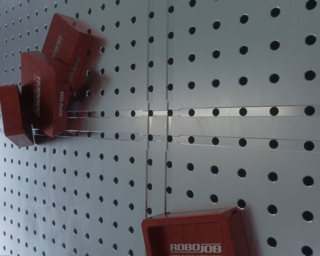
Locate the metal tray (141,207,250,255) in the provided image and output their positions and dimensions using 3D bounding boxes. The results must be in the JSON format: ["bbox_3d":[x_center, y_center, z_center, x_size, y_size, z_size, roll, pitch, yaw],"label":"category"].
[{"bbox_3d":[0.040,0.149,0.373,0.130,0.030,0.090,-18,78,38],"label":"metal tray"}]

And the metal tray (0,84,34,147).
[{"bbox_3d":[-0.268,-0.018,0.585,0.130,0.030,0.090,138,121,-71],"label":"metal tray"}]

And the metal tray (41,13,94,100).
[{"bbox_3d":[-0.175,-0.125,0.552,0.090,0.030,0.129,43,116,31],"label":"metal tray"}]

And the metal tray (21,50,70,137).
[{"bbox_3d":[-0.204,-0.060,0.546,0.090,0.030,0.129,28,122,25],"label":"metal tray"}]
